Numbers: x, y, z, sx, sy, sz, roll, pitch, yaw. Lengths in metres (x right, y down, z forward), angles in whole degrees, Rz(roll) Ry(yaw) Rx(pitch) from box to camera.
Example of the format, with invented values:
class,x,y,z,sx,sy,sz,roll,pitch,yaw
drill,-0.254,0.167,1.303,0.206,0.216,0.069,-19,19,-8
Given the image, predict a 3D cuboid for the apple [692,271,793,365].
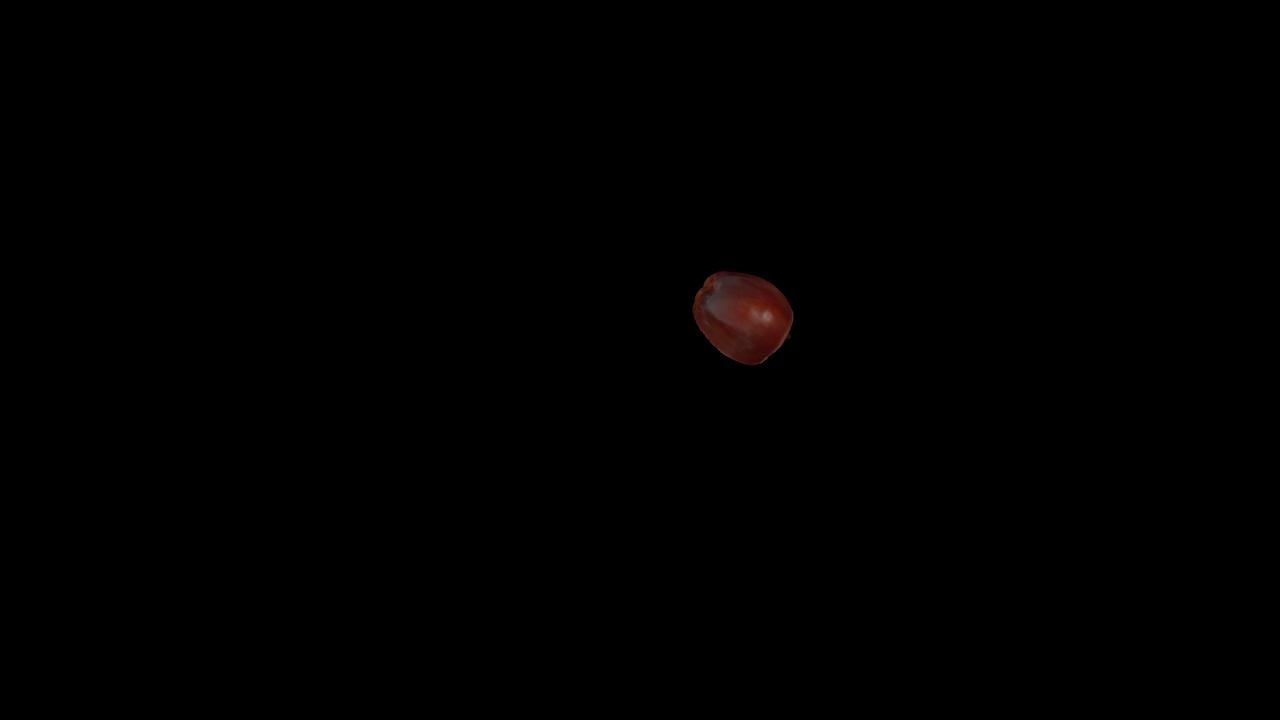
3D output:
class,x,y,z,sx,sy,sz,roll,pitch,yaw
apple,0.095,-0.041,0.556,0.093,0.079,0.079,30,-4,-7
